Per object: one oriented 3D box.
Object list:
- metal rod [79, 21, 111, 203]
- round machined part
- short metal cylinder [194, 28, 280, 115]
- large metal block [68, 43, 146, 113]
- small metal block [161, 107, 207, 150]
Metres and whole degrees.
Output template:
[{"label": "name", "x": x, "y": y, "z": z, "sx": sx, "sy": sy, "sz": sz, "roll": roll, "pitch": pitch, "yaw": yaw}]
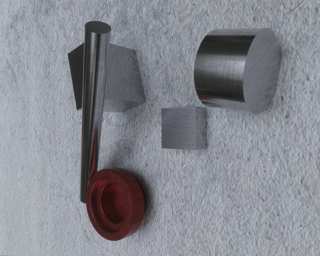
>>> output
[{"label": "metal rod", "x": -0.089, "y": 0.007, "z": 0.400, "sx": 0.025, "sy": 0.025, "sz": 0.298, "roll": 47, "pitch": 142, "yaw": 29}, {"label": "round machined part", "x": -0.058, "y": 0.105, "z": 0.439, "sx": 0.098, "sy": 0.042, "sz": 0.097, "roll": 0, "pitch": 90, "yaw": 39}, {"label": "short metal cylinder", "x": 0.077, "y": -0.056, "z": 0.304, "sx": 0.050, "sy": 0.081, "sz": 0.079, "roll": 14, "pitch": 99, "yaw": 39}, {"label": "large metal block", "x": -0.072, "y": -0.068, "z": 0.426, "sx": 0.050, "sy": 0.081, "sz": 0.080, "roll": -19, "pitch": 78, "yaw": 38}, {"label": "small metal block", "x": 0.029, "y": 0.000, "z": 0.379, "sx": 0.050, "sy": 0.025, "sz": 0.050, "roll": 0, "pitch": 90, "yaw": 39}]
